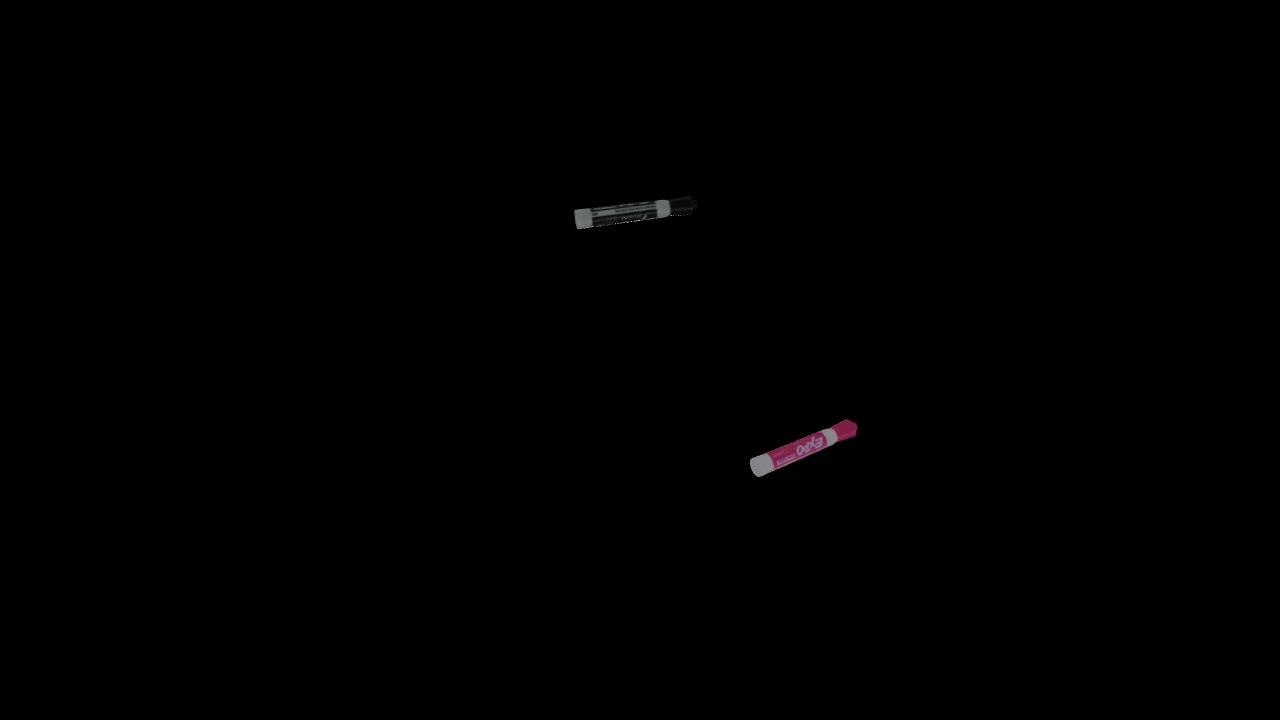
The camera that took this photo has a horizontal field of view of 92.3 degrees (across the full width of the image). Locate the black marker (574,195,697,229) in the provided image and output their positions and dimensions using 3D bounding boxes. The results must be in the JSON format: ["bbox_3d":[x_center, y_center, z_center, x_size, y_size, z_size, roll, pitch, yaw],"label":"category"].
[{"bbox_3d":[-0.003,-0.145,0.601,0.121,0.020,0.020,-9,1,-7],"label":"black marker"}]

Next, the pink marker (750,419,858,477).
[{"bbox_3d":[0.163,0.084,0.601,0.121,0.020,0.020,-18,6,-19],"label":"pink marker"}]
